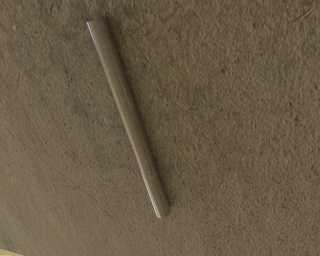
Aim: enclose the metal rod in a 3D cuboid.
[{"bbox_3d":[-0.035,0.002,0.427,0.025,0.025,0.299,-3,117,30],"label":"metal rod"}]
